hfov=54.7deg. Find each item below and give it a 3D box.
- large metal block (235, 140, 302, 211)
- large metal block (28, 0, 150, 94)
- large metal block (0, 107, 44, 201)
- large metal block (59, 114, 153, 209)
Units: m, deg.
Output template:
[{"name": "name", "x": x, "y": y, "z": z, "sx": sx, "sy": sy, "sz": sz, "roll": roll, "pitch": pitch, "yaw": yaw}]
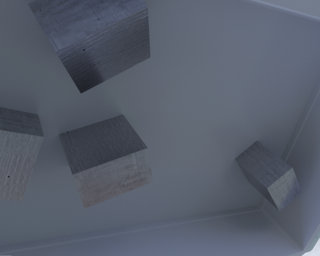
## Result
[{"name": "large metal block", "x": 0.183, "y": 0.080, "z": 0.522, "sx": 0.050, "sy": 0.080, "sz": 0.080, "roll": -40, "pitch": 129, "yaw": -1}, {"name": "large metal block", "x": -0.057, "y": -0.086, "z": 0.283, "sx": 0.080, "sy": 0.050, "sz": 0.080, "roll": -30, "pitch": 165, "yaw": -9}, {"name": "large metal block", "x": -0.173, "y": 0.024, "z": 0.313, "sx": 0.081, "sy": 0.050, "sz": 0.079, "roll": 12, "pitch": 112, "yaw": -34}, {"name": "large metal block", "x": -0.064, "y": 0.035, "z": 0.360, "sx": 0.081, "sy": 0.080, "sz": 0.050, "roll": -19, "pitch": 126, "yaw": -18}]
